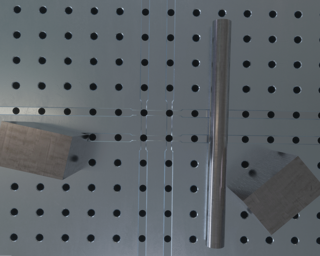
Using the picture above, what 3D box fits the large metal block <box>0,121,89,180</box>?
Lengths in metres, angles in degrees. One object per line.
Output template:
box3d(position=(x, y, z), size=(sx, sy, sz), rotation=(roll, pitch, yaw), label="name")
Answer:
box3d(position=(-0.142, 0.025, 0.385), size=(0.080, 0.080, 0.050), rotation=(13, 90, 0), label="large metal block")

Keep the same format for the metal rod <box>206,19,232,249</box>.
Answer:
box3d(position=(0.078, 0.007, 0.414), size=(0.025, 0.025, 0.298), rotation=(2, 90, 0), label="metal rod")

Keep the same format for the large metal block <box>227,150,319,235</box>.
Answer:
box3d(position=(0.140, 0.075, 0.387), size=(0.080, 0.080, 0.050), rotation=(-39, 90, 0), label="large metal block")
